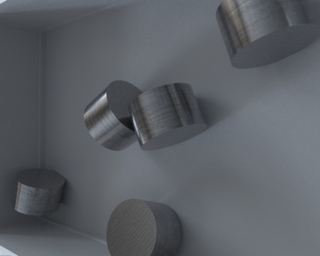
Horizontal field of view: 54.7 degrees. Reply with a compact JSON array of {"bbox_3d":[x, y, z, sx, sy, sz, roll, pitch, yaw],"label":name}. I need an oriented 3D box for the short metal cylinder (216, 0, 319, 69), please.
[{"bbox_3d":[0.098,-0.096,0.289,0.080,0.081,0.050,-24,75,37],"label":"short metal cylinder"}]

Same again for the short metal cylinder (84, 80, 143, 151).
[{"bbox_3d":[-0.052,-0.016,0.412,0.050,0.081,0.080,-36,68,34],"label":"short metal cylinder"}]

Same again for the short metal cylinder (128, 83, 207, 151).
[{"bbox_3d":[0.008,-0.011,0.363,0.080,0.081,0.050,-30,71,35],"label":"short metal cylinder"}]

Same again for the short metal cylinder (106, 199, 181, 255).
[{"bbox_3d":[-0.021,0.133,0.393,0.080,0.050,0.080,-14,66,34],"label":"short metal cylinder"}]

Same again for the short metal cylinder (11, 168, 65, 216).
[{"bbox_3d":[-0.213,0.110,0.543,0.080,0.081,0.050,24,105,37],"label":"short metal cylinder"}]
